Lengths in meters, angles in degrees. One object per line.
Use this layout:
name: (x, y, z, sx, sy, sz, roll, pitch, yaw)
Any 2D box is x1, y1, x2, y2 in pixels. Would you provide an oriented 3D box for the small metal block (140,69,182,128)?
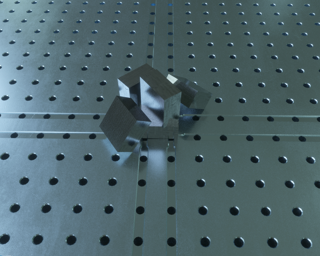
small metal block: (0.000, -0.037, 0.390, 0.025, 0.050, 0.050, -29, 56, -23)

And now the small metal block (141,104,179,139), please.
small metal block: (-0.001, -0.013, 0.418, 0.050, 0.025, 0.050, 1, 50, -1)

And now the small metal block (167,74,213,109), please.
small metal block: (0.038, -0.050, 0.433, 0.050, 0.025, 0.050, 35, 19, 26)

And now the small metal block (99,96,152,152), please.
small metal block: (-0.045, -0.005, 0.392, 0.025, 0.050, 0.050, 5, 36, -48)

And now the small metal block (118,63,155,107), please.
small metal block: (-0.030, -0.056, 0.438, 0.050, 0.050, 0.025, -34, 58, -25)
